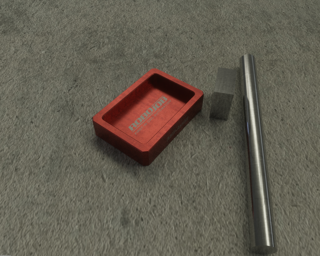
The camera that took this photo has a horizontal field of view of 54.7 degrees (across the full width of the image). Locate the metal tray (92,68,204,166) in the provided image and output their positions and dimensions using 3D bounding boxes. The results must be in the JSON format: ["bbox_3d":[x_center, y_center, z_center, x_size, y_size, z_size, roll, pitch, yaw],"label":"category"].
[{"bbox_3d":[-0.013,-0.021,0.416,0.090,0.030,0.131,30,56,22],"label":"metal tray"}]

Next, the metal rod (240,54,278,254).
[{"bbox_3d":[0.121,0.006,0.399,0.025,0.025,0.300,6,50,4],"label":"metal rod"}]

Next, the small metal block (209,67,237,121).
[{"bbox_3d":[0.087,-0.047,0.428,0.025,0.050,0.050,10,51,8],"label":"small metal block"}]
